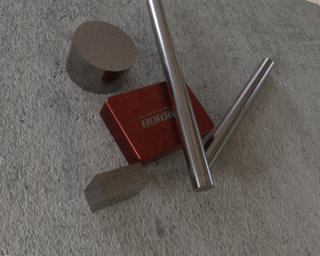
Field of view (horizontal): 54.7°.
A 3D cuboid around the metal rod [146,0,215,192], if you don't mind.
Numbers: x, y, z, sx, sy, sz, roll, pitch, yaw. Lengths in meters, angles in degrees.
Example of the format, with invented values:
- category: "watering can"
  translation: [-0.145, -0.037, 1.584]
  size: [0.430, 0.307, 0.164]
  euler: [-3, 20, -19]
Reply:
- category: "metal rod"
  translation: [0.020, -0.063, 0.413]
  size: [0.025, 0.025, 0.299]
  euler: [2, 61, -27]

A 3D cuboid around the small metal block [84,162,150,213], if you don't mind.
- category: "small metal block"
  translation: [-0.046, 0.062, 0.325]
  size: [0.050, 0.050, 0.025]
  euler: [-13, 69, -34]

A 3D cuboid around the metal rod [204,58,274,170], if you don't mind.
- category: "metal rod"
  translation: [0.127, -0.033, 0.491]
  size: [0.025, 0.025, 0.301]
  euler: [41, 51, 0]

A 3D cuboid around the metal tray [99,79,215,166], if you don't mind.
- category: "metal tray"
  translation: [0.000, -0.011, 0.407]
  size: [0.131, 0.030, 0.090]
  euler: [-22, 74, -36]

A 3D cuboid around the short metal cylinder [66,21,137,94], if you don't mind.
- category: "short metal cylinder"
  translation: [-0.076, -0.091, 0.402]
  size: [0.081, 0.050, 0.080]
  euler: [14, 56, -21]
